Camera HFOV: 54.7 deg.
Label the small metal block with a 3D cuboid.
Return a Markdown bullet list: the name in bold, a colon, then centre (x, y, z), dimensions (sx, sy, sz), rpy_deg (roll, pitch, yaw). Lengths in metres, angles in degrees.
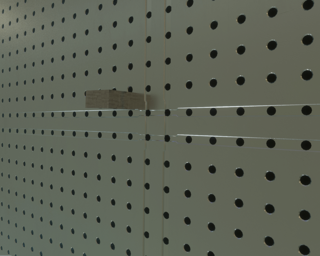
- **small metal block**: centre (-0.072, -0.040, 0.450), dimensions (0.050, 0.050, 0.025), rpy_deg (4, 93, 39)
